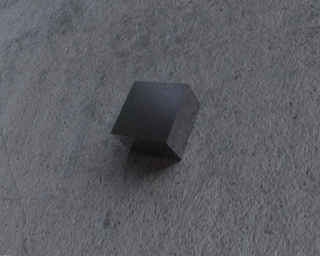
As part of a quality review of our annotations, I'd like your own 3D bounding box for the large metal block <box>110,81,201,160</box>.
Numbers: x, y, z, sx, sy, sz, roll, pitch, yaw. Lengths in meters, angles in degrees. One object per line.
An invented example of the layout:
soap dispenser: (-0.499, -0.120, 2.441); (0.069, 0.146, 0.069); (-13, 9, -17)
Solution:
large metal block: (-0.003, -0.011, 0.397); (0.080, 0.050, 0.080); (8, 66, 31)
